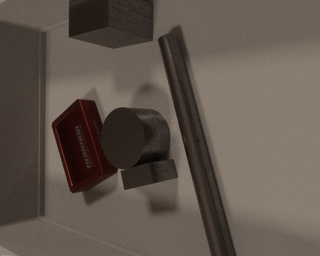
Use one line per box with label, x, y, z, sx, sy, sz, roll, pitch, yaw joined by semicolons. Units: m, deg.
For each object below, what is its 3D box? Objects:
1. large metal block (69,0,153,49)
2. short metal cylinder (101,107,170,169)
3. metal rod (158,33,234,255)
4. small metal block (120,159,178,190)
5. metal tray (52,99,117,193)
large metal block;-0.066;-0.146;0.423;0.080;0.081;0.050;2;91;39
short metal cylinder;-0.033;0.013;0.416;0.080;0.050;0.079;0;90;39
metal rod;0.043;0.028;0.369;0.025;0.025;0.299;-22;77;37
small metal block;-0.014;0.060;0.400;0.050;0.050;0.025;-21;77;38
metal tray;-0.126;0.030;0.504;0.090;0.030;0.130;-34;70;34
